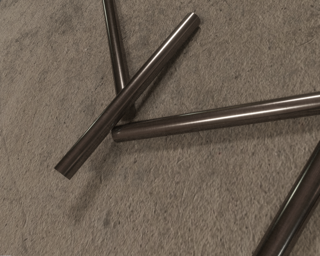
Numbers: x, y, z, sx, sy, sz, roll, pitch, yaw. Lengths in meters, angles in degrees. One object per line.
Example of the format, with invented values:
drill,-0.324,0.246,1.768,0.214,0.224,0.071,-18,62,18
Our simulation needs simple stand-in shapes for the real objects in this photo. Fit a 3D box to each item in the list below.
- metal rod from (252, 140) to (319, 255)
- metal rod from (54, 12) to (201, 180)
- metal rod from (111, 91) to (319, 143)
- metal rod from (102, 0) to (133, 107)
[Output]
metal rod,0.120,0.077,0.276,0.025,0.025,0.300,29,82,37
metal rod,-0.035,-0.055,0.433,0.025,0.025,0.300,24,68,36
metal rod,0.077,-0.013,0.370,0.301,0.025,0.025,-9,58,23
metal rod,-0.078,-0.154,0.536,0.025,0.025,0.299,-23,53,14
